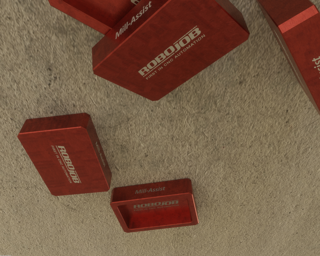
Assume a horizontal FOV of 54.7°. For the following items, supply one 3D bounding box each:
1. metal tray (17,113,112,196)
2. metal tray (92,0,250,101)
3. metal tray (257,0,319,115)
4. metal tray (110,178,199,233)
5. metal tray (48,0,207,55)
[{"bbox_3d":[-0.128,0.042,0.438,0.090,0.030,0.129,-6,130,5],"label":"metal tray"},{"bbox_3d":[0.007,-0.082,0.302,0.130,0.030,0.090,-31,143,34],"label":"metal tray"},{"bbox_3d":[0.143,-0.073,0.303,0.030,0.090,0.130,-29,125,22],"label":"metal tray"},{"bbox_3d":[-0.007,0.131,0.515,0.131,0.030,0.090,-9,130,7],"label":"metal tray"},{"bbox_3d":[-0.026,-0.128,0.294,0.131,0.030,0.090,25,126,-20],"label":"metal tray"}]
